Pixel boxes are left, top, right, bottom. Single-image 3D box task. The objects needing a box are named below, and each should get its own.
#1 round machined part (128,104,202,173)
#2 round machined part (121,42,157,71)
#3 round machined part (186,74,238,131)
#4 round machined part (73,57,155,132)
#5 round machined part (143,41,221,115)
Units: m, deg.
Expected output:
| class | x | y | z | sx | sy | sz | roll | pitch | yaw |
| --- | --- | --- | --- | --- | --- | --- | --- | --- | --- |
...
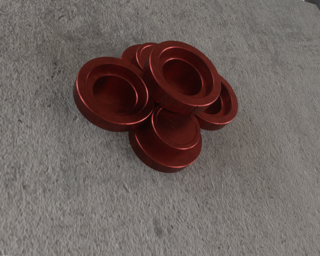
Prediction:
| class | x | y | z | sx | sy | sz | roll | pitch | yaw |
| --- | --- | --- | --- | --- | --- | --- | --- | --- | --- |
| round machined part | 0.013 | 0.005 | 0.400 | 0.099 | 0.042 | 0.098 | 14 | 56 | -21 |
| round machined part | -0.009 | -0.082 | 0.441 | 0.099 | 0.042 | 0.098 | 14 | 56 | -21 |
| round machined part | 0.061 | -0.038 | 0.453 | 0.099 | 0.042 | 0.098 | 14 | 56 | -21 |
| round machined part | -0.059 | -0.037 | 0.386 | 0.099 | 0.042 | 0.098 | 14 | 56 | -21 |
| round machined part | 0.024 | -0.058 | 0.390 | 0.099 | 0.042 | 0.098 | 14 | 56 | -21 |
